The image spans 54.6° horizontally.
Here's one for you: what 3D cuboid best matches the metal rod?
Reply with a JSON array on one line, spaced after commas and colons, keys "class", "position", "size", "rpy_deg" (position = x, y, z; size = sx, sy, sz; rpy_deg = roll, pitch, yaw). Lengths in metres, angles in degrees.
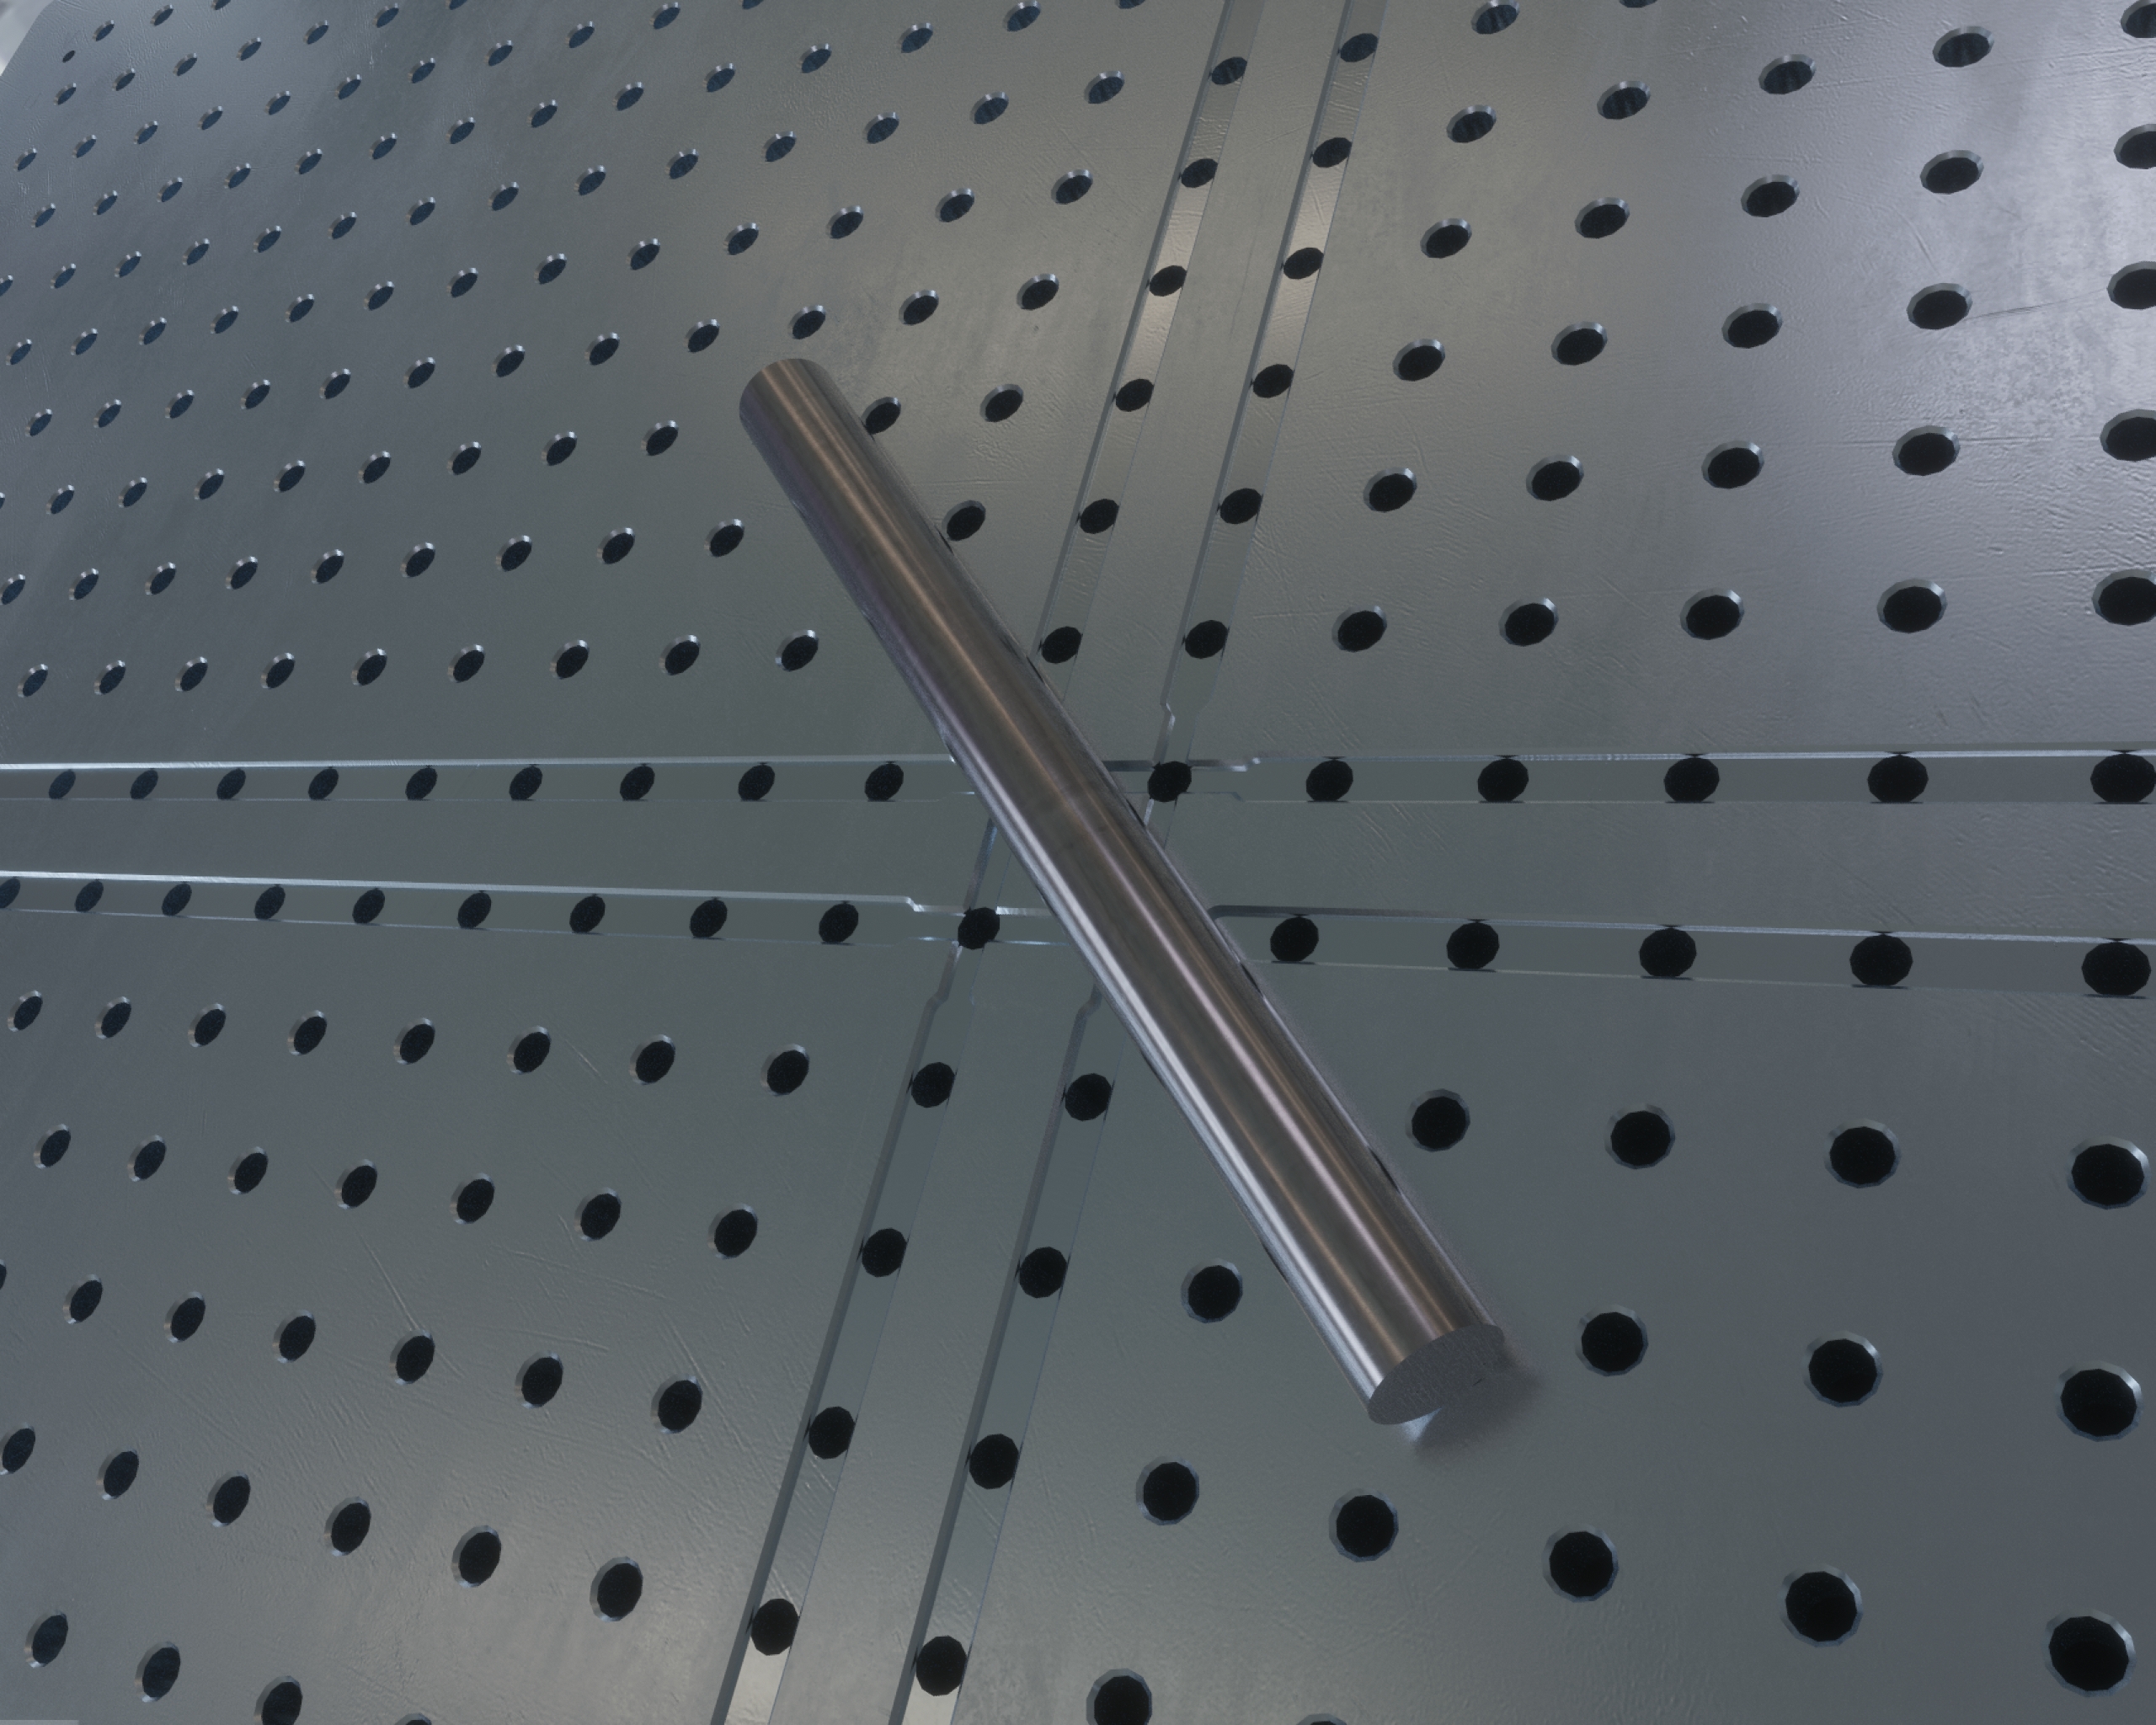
[{"class": "metal rod", "position": [-0.008, -0.016, 0.424], "size": [0.025, 0.025, 0.300], "rpy_deg": [-37, 51, 4]}]
